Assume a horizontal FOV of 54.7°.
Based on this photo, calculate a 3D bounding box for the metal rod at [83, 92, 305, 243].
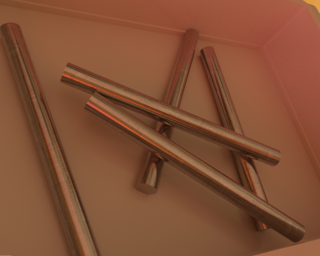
[{"bbox_3d":[0.046,0.050,0.367,0.301,0.025,0.025,33,51,-7],"label":"metal rod"}]

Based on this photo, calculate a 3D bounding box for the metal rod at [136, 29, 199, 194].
[{"bbox_3d":[0.020,-0.045,0.445,0.025,0.025,0.300,26,52,-12],"label":"metal rod"}]

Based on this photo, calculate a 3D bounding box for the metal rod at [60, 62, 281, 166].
[{"bbox_3d":[0.026,-0.011,0.394,0.302,0.025,0.025,21,54,-16],"label":"metal rod"}]

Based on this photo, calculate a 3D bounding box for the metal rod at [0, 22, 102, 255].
[{"bbox_3d":[-0.123,0.008,0.334,0.025,0.025,0.299,-13,68,-34],"label":"metal rod"}]

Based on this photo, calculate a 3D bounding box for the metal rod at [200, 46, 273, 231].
[{"bbox_3d":[0.110,0.000,0.467,0.025,0.025,0.299,2,61,-28],"label":"metal rod"}]
